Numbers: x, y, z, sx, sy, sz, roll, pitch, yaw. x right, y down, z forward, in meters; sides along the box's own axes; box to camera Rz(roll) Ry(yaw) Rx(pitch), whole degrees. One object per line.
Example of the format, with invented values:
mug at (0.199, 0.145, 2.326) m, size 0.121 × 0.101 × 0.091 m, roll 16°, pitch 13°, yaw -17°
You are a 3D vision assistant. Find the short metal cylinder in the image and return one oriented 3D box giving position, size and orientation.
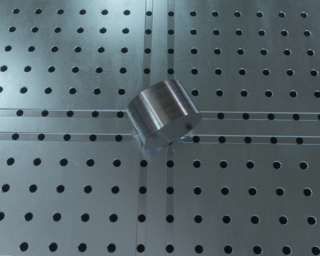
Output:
short metal cylinder at (0.005, -0.016, 0.388) m, size 0.080 × 0.080 × 0.050 m, roll -27°, pitch 72°, yaw -9°
